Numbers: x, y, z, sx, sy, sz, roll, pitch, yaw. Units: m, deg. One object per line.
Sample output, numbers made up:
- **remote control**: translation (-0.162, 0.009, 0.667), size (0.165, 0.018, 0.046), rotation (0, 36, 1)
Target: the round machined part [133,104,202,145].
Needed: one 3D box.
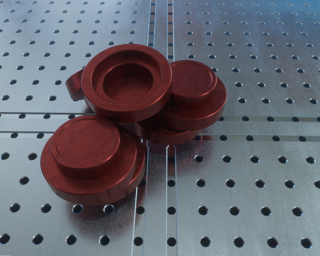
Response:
- **round machined part**: translation (0.011, -0.029, 0.394), size (0.099, 0.042, 0.098), rotation (0, 50, 0)

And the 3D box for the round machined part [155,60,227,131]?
- **round machined part**: translation (0.033, -0.047, 0.380), size (0.099, 0.042, 0.098), rotation (0, 49, 0)

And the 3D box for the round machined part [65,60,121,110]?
- **round machined part**: translation (-0.072, -0.056, 0.419), size (0.099, 0.098, 0.042), rotation (-22, 89, -17)

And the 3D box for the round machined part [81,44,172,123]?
- **round machined part**: translation (-0.035, -0.046, 0.352), size (0.098, 0.042, 0.098), rotation (-1, 58, 2)

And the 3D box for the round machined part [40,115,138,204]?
- **round machined part**: translation (-0.073, 0.025, 0.320), size (0.099, 0.042, 0.098), rotation (0, 50, 0)

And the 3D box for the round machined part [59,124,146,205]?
- **round machined part**: translation (-0.066, 0.031, 0.343), size (0.099, 0.042, 0.098), rotation (0, 50, 0)
